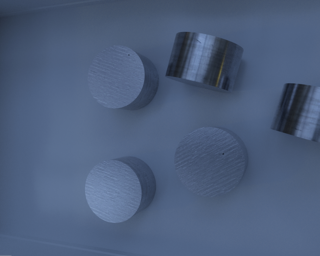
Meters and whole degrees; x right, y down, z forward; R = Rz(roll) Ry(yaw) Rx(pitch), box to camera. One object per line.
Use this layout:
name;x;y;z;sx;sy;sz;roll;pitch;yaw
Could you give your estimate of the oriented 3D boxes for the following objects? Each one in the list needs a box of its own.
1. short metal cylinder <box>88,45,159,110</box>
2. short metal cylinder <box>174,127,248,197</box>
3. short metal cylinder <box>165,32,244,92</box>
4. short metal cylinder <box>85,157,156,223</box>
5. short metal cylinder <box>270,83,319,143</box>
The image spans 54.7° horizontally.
short metal cylinder;-0.048;-0.065;0.414;0.080;0.050;0.080;0;90;20
short metal cylinder;0.063;0.038;0.375;0.080;0.050;0.080;0;90;20
short metal cylinder;0.051;-0.075;0.363;0.080;0.080;0.050;16;96;19
short metal cylinder;-0.052;0.080;0.415;0.080;0.050;0.080;0;90;20
short metal cylinder;0.163;-0.012;0.323;0.080;0.080;0.050;17;96;19
